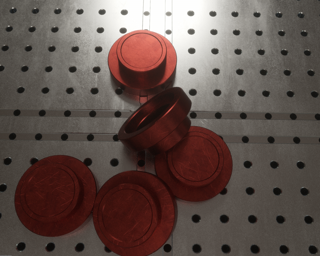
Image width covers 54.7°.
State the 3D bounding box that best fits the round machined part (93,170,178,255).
[{"bbox_3d":[-0.031,0.098,0.354,0.098,0.042,0.097,-2,80,11],"label":"round machined part"}]

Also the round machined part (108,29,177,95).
[{"bbox_3d":[-0.025,-0.099,0.439,0.099,0.042,0.098,0,70,-1],"label":"round machined part"}]

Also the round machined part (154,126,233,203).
[{"bbox_3d":[0.042,0.043,0.388,0.099,0.042,0.098,0,70,-1],"label":"round machined part"}]

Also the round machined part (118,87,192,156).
[{"bbox_3d":[-0.001,-0.004,0.384,0.098,0.098,0.042,-44,110,-15],"label":"round machined part"}]

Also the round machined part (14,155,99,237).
[{"bbox_3d":[-0.125,0.079,0.372,0.099,0.042,0.098,0,70,-1],"label":"round machined part"}]
